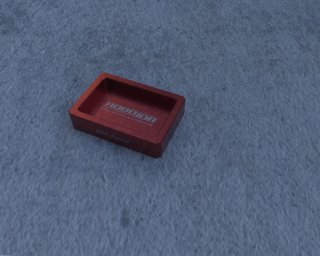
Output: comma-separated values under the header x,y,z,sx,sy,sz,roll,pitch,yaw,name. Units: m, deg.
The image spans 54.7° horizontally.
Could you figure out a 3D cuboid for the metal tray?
x,y,z,sx,sy,sz,roll,pitch,yaw,name
-0.042,-0.021,0.416,0.130,0.030,0.090,19,52,15,metal tray
